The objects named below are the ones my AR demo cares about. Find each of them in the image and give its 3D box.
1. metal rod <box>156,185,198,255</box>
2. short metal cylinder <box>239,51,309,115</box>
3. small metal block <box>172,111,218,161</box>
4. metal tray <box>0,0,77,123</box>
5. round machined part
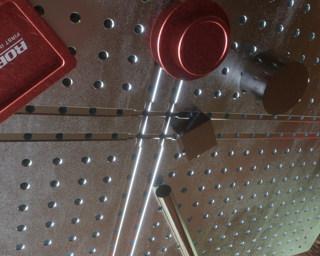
[{"bbox_3d":[0.046,0.208,0.567,0.025,0.025,0.299,-29,129,-11],"label":"metal rod"},{"bbox_3d":[0.163,-0.065,0.447,0.081,0.050,0.079,-14,125,-21],"label":"short metal cylinder"},{"bbox_3d":[0.051,0.012,0.449,0.050,0.025,0.050,-29,129,-10],"label":"small metal block"},{"bbox_3d":[-0.157,-0.058,0.286,0.130,0.030,0.090,-38,130,-3],"label":"metal tray"},{"bbox_3d":[0.043,-0.101,0.363,0.099,0.042,0.097,-14,125,-21],"label":"round machined part"}]
